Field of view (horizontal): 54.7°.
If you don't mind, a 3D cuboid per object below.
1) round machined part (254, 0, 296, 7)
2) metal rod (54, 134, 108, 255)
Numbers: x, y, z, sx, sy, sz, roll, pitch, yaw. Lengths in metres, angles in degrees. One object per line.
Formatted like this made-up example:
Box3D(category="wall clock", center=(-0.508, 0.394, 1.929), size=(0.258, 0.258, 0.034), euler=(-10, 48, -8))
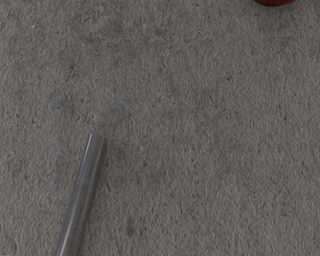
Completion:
Box3D(category="round machined part", center=(0.177, -0.231, 0.485), size=(0.099, 0.042, 0.098), euler=(0, 70, 0))
Box3D(category="metal rod", center=(-0.108, 0.150, 0.352), size=(0.025, 0.025, 0.299), euler=(10, 70, 3))
